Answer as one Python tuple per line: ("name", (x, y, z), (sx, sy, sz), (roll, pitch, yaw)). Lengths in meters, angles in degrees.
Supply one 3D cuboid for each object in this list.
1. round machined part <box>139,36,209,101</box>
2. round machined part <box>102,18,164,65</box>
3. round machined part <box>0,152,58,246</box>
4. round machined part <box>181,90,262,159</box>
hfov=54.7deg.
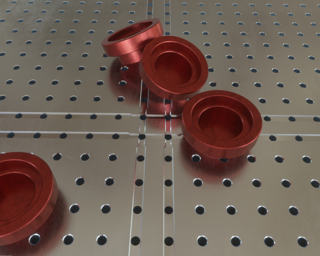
("round machined part", (0.017, -0.082, 0.452), (0.099, 0.042, 0.098), (7, 65, -14))
("round machined part", (-0.039, -0.134, 0.492), (0.098, 0.042, 0.098), (-17, 29, 10))
("round machined part", (-0.159, 0.077, 0.330), (0.099, 0.042, 0.098), (0, 50, 0))
("round machined part", (0.076, 0.000, 0.398), (0.099, 0.042, 0.098), (0, 50, 0))
